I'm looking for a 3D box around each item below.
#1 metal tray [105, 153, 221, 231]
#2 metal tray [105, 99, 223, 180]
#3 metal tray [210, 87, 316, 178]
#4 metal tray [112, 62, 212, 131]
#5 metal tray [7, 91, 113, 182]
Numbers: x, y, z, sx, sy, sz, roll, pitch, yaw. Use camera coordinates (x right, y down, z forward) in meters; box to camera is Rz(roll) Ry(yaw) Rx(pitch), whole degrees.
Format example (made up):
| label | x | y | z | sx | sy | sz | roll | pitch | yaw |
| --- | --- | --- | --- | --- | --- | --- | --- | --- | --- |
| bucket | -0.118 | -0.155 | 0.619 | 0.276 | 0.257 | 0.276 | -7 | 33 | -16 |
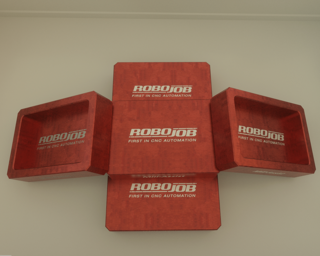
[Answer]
| label | x | y | z | sx | sy | sz | roll | pitch | yaw |
| --- | --- | --- | --- | --- | --- | --- | --- | --- | --- |
| metal tray | 0.004 | 0.078 | 0.375 | 0.131 | 0.030 | 0.090 | 0 | 70 | -1 |
| metal tray | 0.004 | 0.013 | 0.368 | 0.131 | 0.030 | 0.090 | -1 | 70 | -1 |
| metal tray | 0.124 | 0.009 | 0.369 | 0.131 | 0.030 | 0.090 | 9 | 68 | -28 |
| metal tray | 0.003 | -0.043 | 0.420 | 0.131 | 0.030 | 0.090 | 0 | 70 | -1 |
| metal tray | -0.120 | 0.014 | 0.367 | 0.130 | 0.030 | 0.090 | -9 | 69 | 28 |
